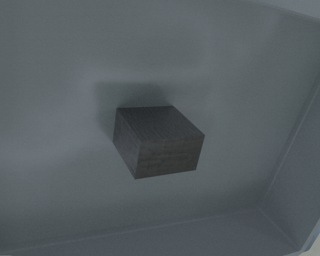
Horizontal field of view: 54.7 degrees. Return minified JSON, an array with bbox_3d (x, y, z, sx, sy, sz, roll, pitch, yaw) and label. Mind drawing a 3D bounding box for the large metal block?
[{"bbox_3d":[-0.005,0.014,0.380,0.081,0.080,0.050,-4,121,-27],"label":"large metal block"}]
